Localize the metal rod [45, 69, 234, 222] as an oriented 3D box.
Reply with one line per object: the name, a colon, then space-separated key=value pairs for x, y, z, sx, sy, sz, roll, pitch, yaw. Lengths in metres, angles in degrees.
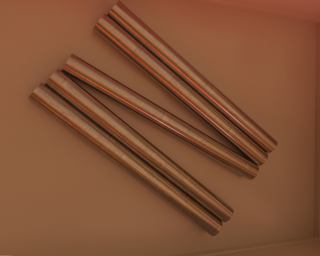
metal rod: x=-0.015 y=0.032 z=0.404 sx=0.301 sy=0.025 sz=0.025 roll=40 pitch=78 yaw=-16

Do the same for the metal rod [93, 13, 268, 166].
metal rod: x=0.039 y=-0.042 z=0.423 sx=0.301 sy=0.025 sz=0.025 roll=38 pitch=78 yaw=-16

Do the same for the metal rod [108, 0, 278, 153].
metal rod: x=0.055 y=-0.061 z=0.429 sx=0.301 sy=0.025 sz=0.025 roll=38 pitch=78 yaw=-16

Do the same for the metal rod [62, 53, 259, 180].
metal rod: x=0.013 y=-0.006 z=0.414 sx=0.301 sy=0.025 sz=0.025 roll=30 pitch=80 yaw=-18

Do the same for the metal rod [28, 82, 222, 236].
metal rod: x=-0.032 y=0.049 z=0.397 sx=0.301 sy=0.025 sz=0.025 roll=40 pitch=78 yaw=-16
